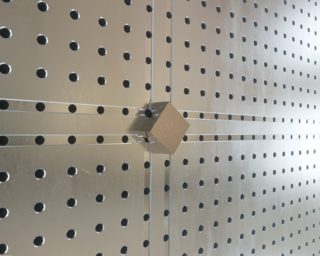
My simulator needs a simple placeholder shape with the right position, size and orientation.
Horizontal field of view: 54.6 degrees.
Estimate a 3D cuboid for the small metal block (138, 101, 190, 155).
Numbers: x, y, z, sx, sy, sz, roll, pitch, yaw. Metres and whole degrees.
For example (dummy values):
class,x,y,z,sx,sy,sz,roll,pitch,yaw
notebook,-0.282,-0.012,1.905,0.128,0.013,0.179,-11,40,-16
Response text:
class,x,y,z,sx,sy,sz,roll,pitch,yaw
small metal block,0.007,0.000,0.414,0.050,0.025,0.050,46,63,-31
